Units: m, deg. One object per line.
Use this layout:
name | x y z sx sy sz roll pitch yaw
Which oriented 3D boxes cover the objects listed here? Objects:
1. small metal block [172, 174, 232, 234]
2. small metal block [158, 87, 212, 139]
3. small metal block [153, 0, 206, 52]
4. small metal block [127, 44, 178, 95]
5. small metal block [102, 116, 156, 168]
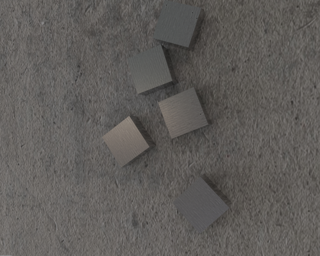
small metal block | 0.053 0.094 0.390 0.050 0.025 0.050 -46 76 14
small metal block | 0.032 -0.019 0.398 0.050 0.025 0.050 -22 83 18
small metal block | 0.025 -0.131 0.400 0.050 0.025 0.050 20 97 18
small metal block | -0.010 -0.076 0.412 0.050 0.025 0.050 -19 84 19
small metal block | -0.042 0.018 0.424 0.050 0.025 0.050 -37 78 16
